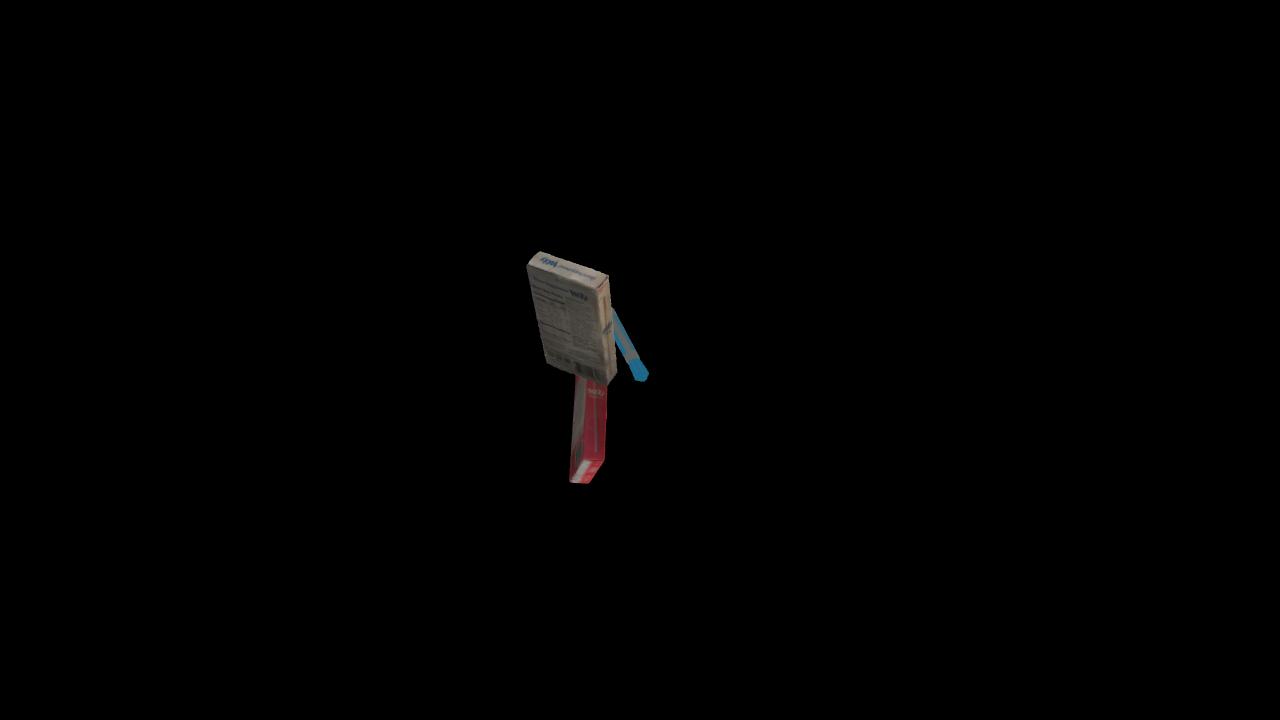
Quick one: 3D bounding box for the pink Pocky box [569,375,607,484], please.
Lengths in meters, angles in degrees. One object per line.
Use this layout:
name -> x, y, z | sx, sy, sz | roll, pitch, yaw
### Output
pink Pocky box -> -0.063, 0.068, 0.767 | 0.029, 0.155, 0.084 | 9, -31, -14

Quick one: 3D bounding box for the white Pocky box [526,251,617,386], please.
white Pocky box -> -0.069, -0.039, 0.654 | 0.084, 0.028, 0.154 | 21, -36, 18

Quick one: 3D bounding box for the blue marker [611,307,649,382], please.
blue marker -> -0.019, -0.020, 0.761 | 0.020, 0.121, 0.020 | -18, -37, -14
